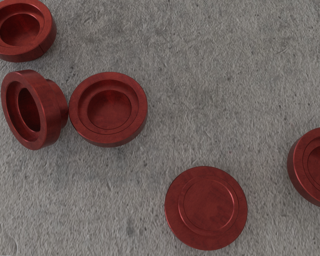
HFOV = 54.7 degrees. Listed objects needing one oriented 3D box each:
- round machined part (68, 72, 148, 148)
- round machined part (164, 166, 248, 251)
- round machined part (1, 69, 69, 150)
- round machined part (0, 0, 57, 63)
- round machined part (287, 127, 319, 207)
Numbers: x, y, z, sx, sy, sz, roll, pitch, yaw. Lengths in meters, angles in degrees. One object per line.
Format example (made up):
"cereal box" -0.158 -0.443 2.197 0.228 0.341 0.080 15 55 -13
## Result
"round machined part" -0.065 -0.021 0.406 0.099 0.042 0.098 0 70 -1
"round machined part" 0.054 0.092 0.365 0.099 0.042 0.098 0 70 0
"round machined part" -0.153 -0.025 0.388 0.098 0.097 0.042 48 40 15
"round machined part" -0.198 -0.136 0.447 0.099 0.042 0.098 0 70 0
"round machined part" 0.206 0.051 0.382 0.099 0.042 0.098 0 70 0
